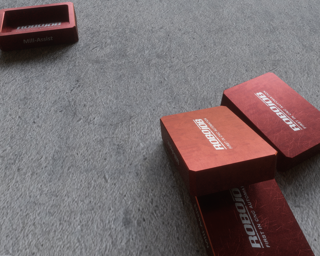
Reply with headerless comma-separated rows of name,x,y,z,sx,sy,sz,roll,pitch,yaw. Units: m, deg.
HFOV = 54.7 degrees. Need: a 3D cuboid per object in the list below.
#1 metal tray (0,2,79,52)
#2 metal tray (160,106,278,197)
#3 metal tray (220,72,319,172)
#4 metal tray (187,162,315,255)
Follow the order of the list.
metal tray,-0.216,-0.182,0.551,0.131,0.030,0.090,-10,51,-9
metal tray,0.058,0.018,0.352,0.091,0.030,0.130,-11,27,-9
metal tray,0.154,-0.014,0.413,0.091,0.030,0.130,-23,54,-18
metal tray,0.086,0.092,0.323,0.091,0.030,0.130,-9,51,-8
